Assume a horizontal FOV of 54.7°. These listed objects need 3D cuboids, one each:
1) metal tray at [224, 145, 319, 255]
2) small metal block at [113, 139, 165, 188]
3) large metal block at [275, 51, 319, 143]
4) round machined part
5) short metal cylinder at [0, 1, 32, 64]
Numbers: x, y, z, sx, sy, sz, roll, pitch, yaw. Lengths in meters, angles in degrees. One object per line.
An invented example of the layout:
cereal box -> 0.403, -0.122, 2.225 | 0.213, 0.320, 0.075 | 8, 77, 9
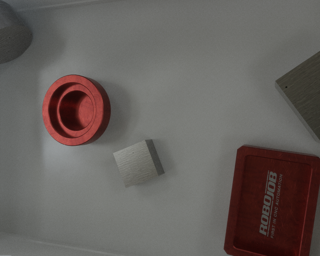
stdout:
metal tray -> 0.130, 0.090, 0.361 | 0.090, 0.030, 0.129 | 8, 93, 19
small metal block -> -0.028, 0.048, 0.420 | 0.050, 0.025, 0.050 | -23, 83, 18
large metal block -> 0.183, -0.039, 0.333 | 0.080, 0.050, 0.080 | -35, 79, 16
round machined part -> -0.113, -0.024, 0.440 | 0.098, 0.042, 0.097 | 0, 90, 19
short metal cylinder -> -0.242, -0.141, 0.462 | 0.080, 0.080, 0.050 | -41, 83, 15
